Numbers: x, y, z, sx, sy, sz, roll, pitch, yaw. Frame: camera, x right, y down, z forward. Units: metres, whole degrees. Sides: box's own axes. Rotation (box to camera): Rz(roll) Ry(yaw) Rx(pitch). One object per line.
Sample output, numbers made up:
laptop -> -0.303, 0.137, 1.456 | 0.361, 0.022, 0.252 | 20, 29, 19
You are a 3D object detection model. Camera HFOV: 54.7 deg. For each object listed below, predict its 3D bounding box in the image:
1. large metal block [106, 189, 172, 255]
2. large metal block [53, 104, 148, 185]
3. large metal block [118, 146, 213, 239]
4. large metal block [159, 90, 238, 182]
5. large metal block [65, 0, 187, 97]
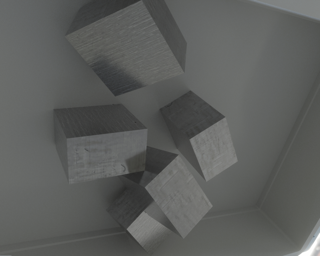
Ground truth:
large metal block -> -0.017, 0.121, 0.447 | 0.080, 0.050, 0.080 | -44, 132, -20
large metal block -> -0.068, 0.013, 0.342 | 0.081, 0.080, 0.050 | -7, 116, -25
large metal block -> 0.002, 0.071, 0.365 | 0.050, 0.080, 0.080 | -42, 114, -21
large metal block -> 0.051, 0.009, 0.408 | 0.050, 0.080, 0.080 | -32, 129, -8
large metal block -> -0.028, -0.086, 0.301 | 0.080, 0.050, 0.080 | -15, 135, 24
